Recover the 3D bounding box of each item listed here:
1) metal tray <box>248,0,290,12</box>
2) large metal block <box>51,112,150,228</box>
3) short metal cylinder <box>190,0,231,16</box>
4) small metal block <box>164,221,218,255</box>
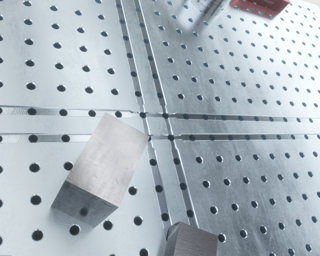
[{"bbox_3d":[0.241,-0.335,0.738,0.131,0.030,0.090,8,58,-24],"label":"metal tray"},{"bbox_3d":[-0.061,0.044,0.313,0.050,0.080,0.080,30,52,-10],"label":"large metal block"},{"bbox_3d":[0.103,-0.270,0.612,0.081,0.050,0.080,14,56,-21],"label":"short metal cylinder"},{"bbox_3d":[0.034,0.138,0.342,0.050,0.025,0.050,25,53,-13],"label":"small metal block"}]
